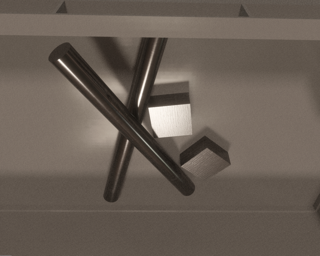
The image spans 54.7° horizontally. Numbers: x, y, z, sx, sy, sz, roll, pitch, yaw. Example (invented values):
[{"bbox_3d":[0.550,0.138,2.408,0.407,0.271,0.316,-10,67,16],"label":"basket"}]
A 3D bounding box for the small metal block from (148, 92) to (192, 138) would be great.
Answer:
[{"bbox_3d":[0.014,-0.016,0.396,0.050,0.025,0.050,-5,130,4],"label":"small metal block"}]

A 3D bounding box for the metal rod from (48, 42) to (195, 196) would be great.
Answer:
[{"bbox_3d":[-0.024,0.013,0.389,0.025,0.025,0.300,-22,137,17],"label":"metal rod"}]

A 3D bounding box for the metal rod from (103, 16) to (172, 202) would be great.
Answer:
[{"bbox_3d":[-0.039,0.001,0.408,0.025,0.025,0.298,12,129,-10],"label":"metal rod"}]

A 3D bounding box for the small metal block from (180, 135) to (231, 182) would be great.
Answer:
[{"bbox_3d":[0.065,0.045,0.449,0.050,0.025,0.050,35,122,-26],"label":"small metal block"}]
